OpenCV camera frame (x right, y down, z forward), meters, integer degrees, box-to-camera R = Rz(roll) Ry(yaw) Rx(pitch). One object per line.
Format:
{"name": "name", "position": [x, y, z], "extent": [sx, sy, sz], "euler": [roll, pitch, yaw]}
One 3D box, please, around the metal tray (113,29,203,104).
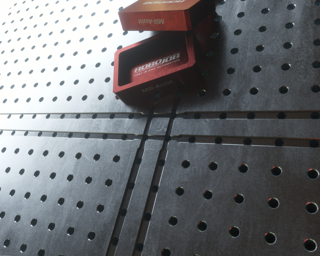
{"name": "metal tray", "position": [-0.007, -0.097, 0.469], "extent": [0.130, 0.030, 0.090], "euler": [-16, 55, 19]}

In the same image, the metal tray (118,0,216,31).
{"name": "metal tray", "position": [0.010, -0.185, 0.492], "extent": [0.130, 0.030, 0.090], "euler": [12, 43, 33]}
